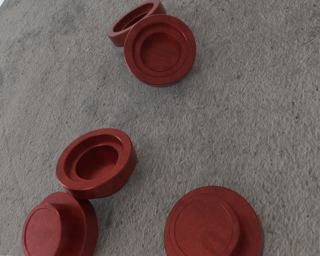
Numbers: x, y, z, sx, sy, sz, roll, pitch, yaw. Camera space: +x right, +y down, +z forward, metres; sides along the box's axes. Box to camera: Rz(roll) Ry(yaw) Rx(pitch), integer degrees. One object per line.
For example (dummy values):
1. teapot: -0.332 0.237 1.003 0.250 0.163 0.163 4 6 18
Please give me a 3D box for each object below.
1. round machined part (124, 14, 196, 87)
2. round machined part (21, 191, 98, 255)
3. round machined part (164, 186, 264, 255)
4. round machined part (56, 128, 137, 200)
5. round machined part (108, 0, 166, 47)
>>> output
1. round machined part: 0.002 -0.105 0.438 0.099 0.042 0.097 0 87 5
2. round machined part: -0.125 0.125 0.367 0.098 0.042 0.098 -10 71 30
3. round machined part: 0.048 0.103 0.304 0.098 0.042 0.098 -13 56 21
4. round machined part: -0.076 0.049 0.392 0.098 0.042 0.098 -11 42 10
5. round machined part: -0.032 -0.159 0.496 0.098 0.042 0.098 -24 35 19
